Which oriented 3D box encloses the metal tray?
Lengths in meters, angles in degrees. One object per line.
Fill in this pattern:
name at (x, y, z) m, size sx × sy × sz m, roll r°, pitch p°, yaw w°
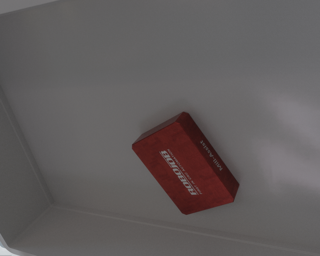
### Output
metal tray at (0.034, 0.052, 0.420) m, size 0.090 × 0.030 × 0.130 m, roll -29°, pitch 103°, yaw 37°
